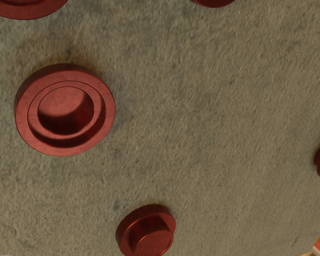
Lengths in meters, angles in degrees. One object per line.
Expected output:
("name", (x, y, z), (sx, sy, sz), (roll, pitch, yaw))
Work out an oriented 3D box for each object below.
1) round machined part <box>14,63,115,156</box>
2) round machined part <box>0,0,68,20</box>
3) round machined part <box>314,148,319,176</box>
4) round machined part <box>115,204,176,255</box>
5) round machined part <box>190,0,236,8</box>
("round machined part", (-0.101, -0.022, 0.328), (0.099, 0.042, 0.097), (-14, 125, -21))
("round machined part", (-0.116, -0.140, 0.246), (0.099, 0.042, 0.097), (-14, 125, -21))
("round machined part", (0.357, 0.060, 0.633), (0.099, 0.042, 0.097), (-14, 125, -21))
("round machined part", (-0.018, 0.174, 0.496), (0.099, 0.042, 0.097), (-14, 125, -21))
("round machined part", (0.065, -0.177, 0.324), (0.099, 0.042, 0.097), (-14, 125, -21))
